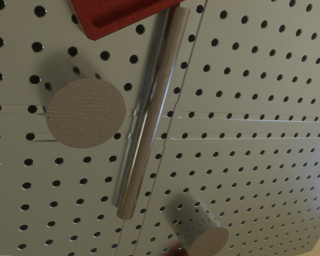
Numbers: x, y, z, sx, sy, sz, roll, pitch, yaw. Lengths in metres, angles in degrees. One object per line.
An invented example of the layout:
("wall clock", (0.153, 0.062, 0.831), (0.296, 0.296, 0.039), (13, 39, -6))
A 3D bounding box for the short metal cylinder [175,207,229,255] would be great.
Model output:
("short metal cylinder", (0.074, 0.189, 0.552), (0.081, 0.050, 0.079), (-14, 124, -21))

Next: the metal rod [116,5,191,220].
("metal rod", (-0.015, -0.003, 0.400), (0.025, 0.025, 0.298), (1, 118, -29))

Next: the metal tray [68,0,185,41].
("metal tray", (-0.029, -0.153, 0.297), (0.131, 0.030, 0.090), (-28, 128, -11))

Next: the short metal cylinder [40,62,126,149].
("short metal cylinder", (-0.084, -0.025, 0.334), (0.081, 0.050, 0.079), (-14, 124, -21))
